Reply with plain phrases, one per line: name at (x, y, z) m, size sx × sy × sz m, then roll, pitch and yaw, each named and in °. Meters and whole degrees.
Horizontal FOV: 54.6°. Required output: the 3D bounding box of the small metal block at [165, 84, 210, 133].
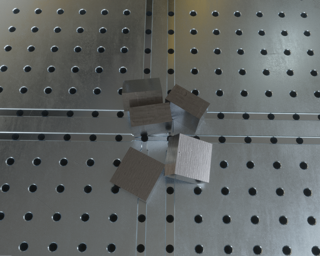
small metal block at (0.034, -0.025, 0.408) m, size 0.050 × 0.050 × 0.025 m, roll 32°, pitch 73°, yaw 11°

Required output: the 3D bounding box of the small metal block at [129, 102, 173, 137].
small metal block at (-0.012, -0.010, 0.401) m, size 0.050 × 0.050 × 0.025 m, roll -8°, pitch 74°, yaw -3°

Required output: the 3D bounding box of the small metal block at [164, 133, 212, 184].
small metal block at (0.036, 0.039, 0.386) m, size 0.050 × 0.025 × 0.050 m, roll 18°, pitch 68°, yaw -26°

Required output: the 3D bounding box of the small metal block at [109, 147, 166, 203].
small metal block at (-0.027, 0.059, 0.390) m, size 0.050 × 0.025 × 0.050 m, roll 27°, pitch 72°, yaw 9°

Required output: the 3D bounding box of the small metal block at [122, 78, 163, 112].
small metal block at (-0.023, -0.046, 0.414) m, size 0.050 × 0.025 × 0.050 m, roll -5°, pitch 27°, yaw -2°
